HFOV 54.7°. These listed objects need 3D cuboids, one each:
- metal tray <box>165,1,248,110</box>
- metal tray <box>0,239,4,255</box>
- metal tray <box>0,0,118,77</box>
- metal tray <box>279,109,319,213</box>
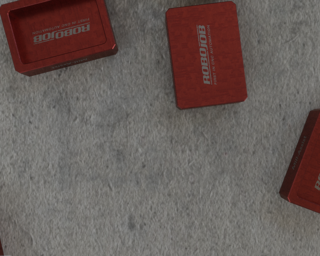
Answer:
[{"bbox_3d":[0.059,-0.093,0.408,0.091,0.030,0.129,-7,90,-1],"label":"metal tray"},{"bbox_3d":[-0.254,0.188,0.404,0.091,0.030,0.129,-13,90,-1],"label":"metal tray"},{"bbox_3d":[-0.130,-0.128,0.405,0.131,0.030,0.089,-15,90,-1],"label":"metal tray"},{"bbox_3d":[0.226,0.049,0.410,0.090,0.030,0.129,21,90,-1],"label":"metal tray"}]
